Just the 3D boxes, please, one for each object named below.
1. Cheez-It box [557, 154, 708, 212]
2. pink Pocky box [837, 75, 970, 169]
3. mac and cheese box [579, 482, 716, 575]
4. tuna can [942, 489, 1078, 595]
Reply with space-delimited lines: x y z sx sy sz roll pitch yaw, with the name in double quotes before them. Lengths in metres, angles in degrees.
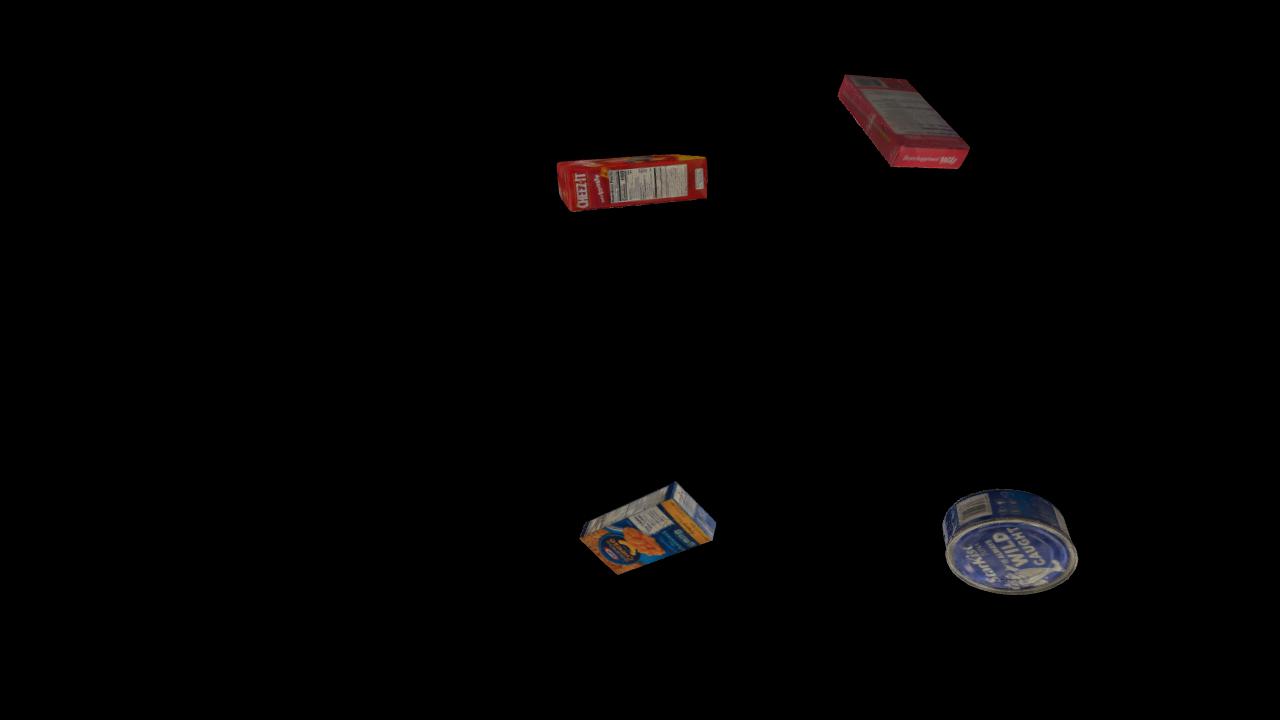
"Cheez-It box" -0.019 -0.296 1.011 0.223 0.071 0.166 -7 22 -11
"pink Pocky box" 0.289 -0.267 0.685 0.084 0.155 0.029 -3 -40 -13
"mac and cheese box" 0.009 0.246 0.887 0.184 0.093 0.041 -32 20 32
"tuna can" 0.273 0.136 0.461 0.084 0.084 0.034 0 35 19
